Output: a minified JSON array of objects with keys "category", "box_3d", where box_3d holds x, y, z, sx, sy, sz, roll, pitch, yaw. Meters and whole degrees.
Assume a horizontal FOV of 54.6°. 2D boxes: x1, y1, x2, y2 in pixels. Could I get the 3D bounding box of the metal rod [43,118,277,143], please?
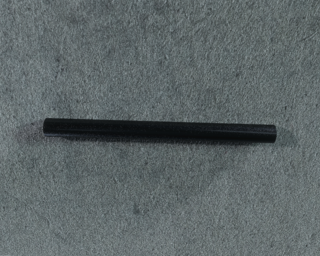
[{"category":"metal rod","box_3d":[0.001,0.004,0.412,0.302,0.025,0.025,2,110,-1]}]
